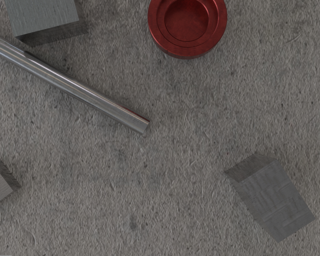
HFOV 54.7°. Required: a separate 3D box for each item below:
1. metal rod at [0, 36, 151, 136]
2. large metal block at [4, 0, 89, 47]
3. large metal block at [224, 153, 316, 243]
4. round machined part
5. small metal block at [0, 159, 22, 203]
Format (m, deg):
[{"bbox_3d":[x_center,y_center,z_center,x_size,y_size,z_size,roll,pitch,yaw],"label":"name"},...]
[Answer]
[{"bbox_3d":[-0.149,-0.074,0.408,0.301,0.025,0.025,29,90,0],"label":"metal rod"},{"bbox_3d":[-0.146,-0.158,0.396,0.080,0.050,0.080,-15,90,0],"label":"large metal block"},{"bbox_3d":[0.130,0.081,0.384,0.050,0.080,0.080,-33,90,0],"label":"large metal block"},{"bbox_3d":[0.034,-0.137,0.402,0.099,0.042,0.097,0,90,0],"label":"round machined part"},{"bbox_3d":[-0.223,0.075,0.408,0.050,0.025,0.050,-37,90,0],"label":"small metal block"}]
